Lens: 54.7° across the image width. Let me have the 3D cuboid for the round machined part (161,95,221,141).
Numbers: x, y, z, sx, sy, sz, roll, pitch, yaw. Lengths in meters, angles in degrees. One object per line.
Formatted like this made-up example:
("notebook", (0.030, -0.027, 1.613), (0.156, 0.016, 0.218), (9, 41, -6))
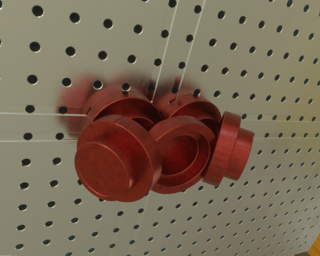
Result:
("round machined part", (0.045, 0.007, 0.430), (0.099, 0.042, 0.097), (-14, 125, -21))

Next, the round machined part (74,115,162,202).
("round machined part", (-0.051, 0.038, 0.331), (0.042, 0.098, 0.097), (-39, 144, -55))

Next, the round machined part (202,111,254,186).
("round machined part", (0.090, 0.030, 0.404), (0.042, 0.098, 0.097), (18, 115, 8))

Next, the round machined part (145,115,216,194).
("round machined part", (0.016, 0.028, 0.372), (0.099, 0.042, 0.097), (-14, 125, -21))

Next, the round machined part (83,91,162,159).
("round machined part", (-0.041, 0.007, 0.383), (0.099, 0.042, 0.097), (-14, 125, -21))
